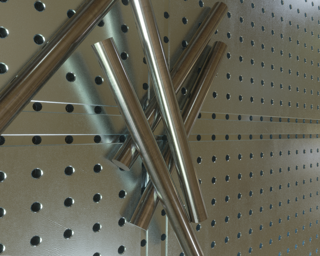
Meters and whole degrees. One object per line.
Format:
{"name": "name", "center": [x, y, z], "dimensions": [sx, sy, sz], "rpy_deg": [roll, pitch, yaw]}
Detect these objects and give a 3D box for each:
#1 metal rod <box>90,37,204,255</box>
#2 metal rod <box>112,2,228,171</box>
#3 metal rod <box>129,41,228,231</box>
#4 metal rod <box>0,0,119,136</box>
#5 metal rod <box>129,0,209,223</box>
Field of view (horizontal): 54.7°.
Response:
{"name": "metal rod", "center": [-0.007, 0.040, 0.371], "dimensions": [0.025, 0.025, 0.299], "rpy_deg": [-35, 112, -35]}
{"name": "metal rod", "center": [0.025, -0.073, 0.431], "dimensions": [0.025, 0.025, 0.300], "rpy_deg": [46, 62, -31]}
{"name": "metal rod", "center": [0.034, -0.003, 0.439], "dimensions": [0.025, 0.025, 0.300], "rpy_deg": [40, 66, -33]}
{"name": "metal rod", "center": [-0.087, -0.110, 0.336], "dimensions": [0.025, 0.025, 0.300], "rpy_deg": [47, 62, -30]}
{"name": "metal rod", "center": [0.012, -0.023, 0.386], "dimensions": [0.025, 0.025, 0.298], "rpy_deg": [-22, 101, -38]}
